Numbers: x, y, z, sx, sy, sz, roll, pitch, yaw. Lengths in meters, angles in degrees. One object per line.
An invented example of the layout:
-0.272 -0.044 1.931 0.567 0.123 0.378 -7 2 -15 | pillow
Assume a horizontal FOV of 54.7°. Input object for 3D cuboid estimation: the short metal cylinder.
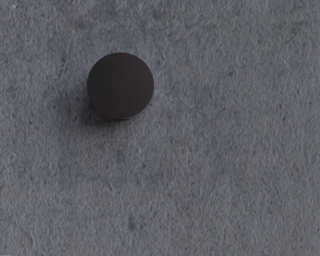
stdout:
-0.047 -0.051 0.397 0.081 0.050 0.079 0 90 -1 | short metal cylinder
